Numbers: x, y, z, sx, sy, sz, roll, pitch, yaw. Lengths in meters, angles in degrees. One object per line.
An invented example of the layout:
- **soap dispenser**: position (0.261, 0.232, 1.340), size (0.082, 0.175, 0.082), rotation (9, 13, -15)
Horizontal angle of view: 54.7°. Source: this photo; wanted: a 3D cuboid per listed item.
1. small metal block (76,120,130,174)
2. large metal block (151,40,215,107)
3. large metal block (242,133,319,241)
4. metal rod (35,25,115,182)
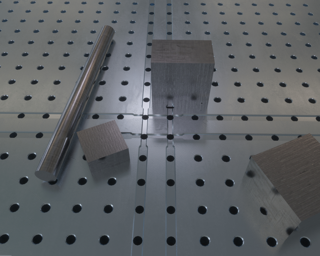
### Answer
- **small metal block**: position (-0.071, 0.023, 0.388), size (0.050, 0.025, 0.050), rotation (-19, 53, -16)
- **large metal block**: position (0.029, -0.075, 0.435), size (0.081, 0.080, 0.050), rotation (1, 50, 0)
- **large metal block**: position (0.152, 0.062, 0.340), size (0.081, 0.050, 0.080), rotation (-19, 53, -15)
- **metal rod**: position (-0.113, -0.058, 0.454), size (0.025, 0.025, 0.300), rotation (6, 50, 5)
